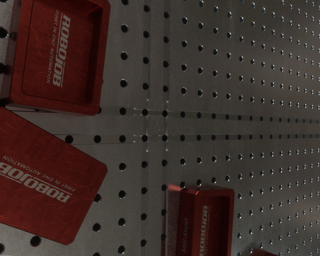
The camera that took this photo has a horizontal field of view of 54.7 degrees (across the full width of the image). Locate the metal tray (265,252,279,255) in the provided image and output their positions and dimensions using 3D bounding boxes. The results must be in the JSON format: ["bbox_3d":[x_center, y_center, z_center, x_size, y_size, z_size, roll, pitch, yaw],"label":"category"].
[{"bbox_3d":[0.190,0.306,0.569,0.131,0.030,0.089,-28,108,-37],"label":"metal tray"}]

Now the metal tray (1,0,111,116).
[{"bbox_3d":[-0.103,-0.082,0.319,0.091,0.030,0.129,9,84,-40],"label":"metal tray"}]

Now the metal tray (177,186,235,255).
[{"bbox_3d":[0.070,0.156,0.467,0.091,0.030,0.129,7,85,-40],"label":"metal tray"}]

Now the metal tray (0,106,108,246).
[{"bbox_3d":[-0.125,0.049,0.302,0.130,0.030,0.090,37,67,-34],"label":"metal tray"}]
